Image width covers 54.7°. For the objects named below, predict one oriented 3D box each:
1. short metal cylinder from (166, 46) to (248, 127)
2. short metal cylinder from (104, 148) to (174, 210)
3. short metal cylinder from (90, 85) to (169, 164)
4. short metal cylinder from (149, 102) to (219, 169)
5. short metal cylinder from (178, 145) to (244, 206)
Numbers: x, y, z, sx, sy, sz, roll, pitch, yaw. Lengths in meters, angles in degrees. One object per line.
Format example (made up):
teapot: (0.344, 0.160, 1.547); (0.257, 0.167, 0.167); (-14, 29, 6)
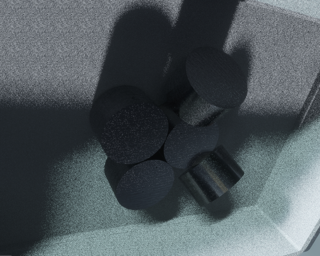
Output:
short metal cylinder: (0.054, -0.048, 0.363); (0.081, 0.080, 0.050); (-3, 158, -27)
short metal cylinder: (-0.028, 0.062, 0.414); (0.081, 0.050, 0.079); (-14, 125, -21)
short metal cylinder: (-0.037, -0.004, 0.368); (0.081, 0.050, 0.079); (-14, 125, -21)
short metal cylinder: (0.031, 0.007, 0.413); (0.081, 0.050, 0.079); (-14, 125, -21)
short metal cylinder: (0.074, 0.068, 0.448); (0.080, 0.050, 0.080); (-37, 174, -4)
